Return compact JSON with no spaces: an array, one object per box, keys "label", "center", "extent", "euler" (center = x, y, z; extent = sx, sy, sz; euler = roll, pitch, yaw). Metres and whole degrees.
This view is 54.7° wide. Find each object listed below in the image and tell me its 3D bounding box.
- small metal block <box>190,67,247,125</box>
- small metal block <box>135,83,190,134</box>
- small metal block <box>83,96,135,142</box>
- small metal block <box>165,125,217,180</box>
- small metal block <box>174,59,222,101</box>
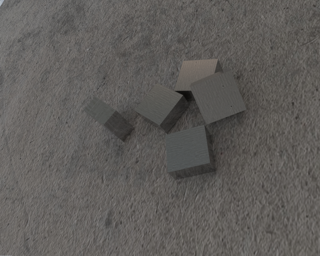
[{"label":"small metal block","center":[0.070,-0.038,0.372],"extent":[0.050,0.050,0.025],"euler":[-22,14,15]},{"label":"small metal block","center":[0.003,-0.027,0.419],"extent":[0.050,0.025,0.050],"euler":[31,79,38]},{"label":"small metal block","center":[-0.071,-0.012,0.432],"extent":[0.050,0.050,0.025],"euler":[32,80,38]},{"label":"small metal block","center":[0.036,0.029,0.367],"extent":[0.050,0.025,0.050],"euler":[-16,55,19]},{"label":"small metal block","center":[0.052,-0.064,0.416],"extent":[0.050,0.025,0.050],"euler":[3,63,29]}]
